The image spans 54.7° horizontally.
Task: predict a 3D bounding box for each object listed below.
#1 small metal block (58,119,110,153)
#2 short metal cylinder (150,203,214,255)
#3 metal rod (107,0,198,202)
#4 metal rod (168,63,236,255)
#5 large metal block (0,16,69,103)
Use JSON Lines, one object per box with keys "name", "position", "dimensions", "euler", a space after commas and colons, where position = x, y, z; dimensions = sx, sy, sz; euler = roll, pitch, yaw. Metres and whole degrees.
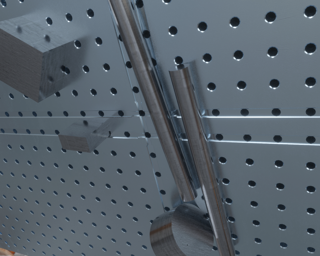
{"name": "small metal block", "position": [-0.112, 0.010, 0.458], "dimensions": [0.050, 0.050, 0.025], "euler": [5, 121, 25]}
{"name": "short metal cylinder", "position": [0.032, 0.158, 0.455], "dimensions": [0.080, 0.080, 0.050], "euler": [47, 129, -5]}
{"name": "metal rod", "position": [-0.005, -0.032, 0.392], "dimensions": [0.025, 0.025, 0.298], "euler": [-6, 116, 31]}
{"name": "metal rod", "position": [0.062, 0.061, 0.414], "dimensions": [0.025, 0.025, 0.298], "euler": [-3, 117, 29]}
{"name": "large metal block", "position": [-0.180, -0.095, 0.429], "dimensions": [0.080, 0.050, 0.079], "euler": [30, 128, 8]}
